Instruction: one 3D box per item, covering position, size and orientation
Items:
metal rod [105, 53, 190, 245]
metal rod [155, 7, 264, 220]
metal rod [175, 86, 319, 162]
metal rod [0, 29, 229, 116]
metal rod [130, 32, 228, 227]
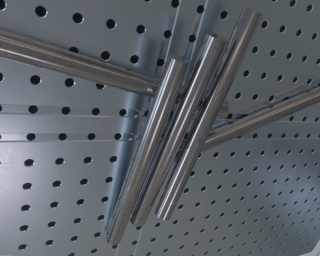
[{"bbox_3d":[-0.025,0.047,0.405,0.025,0.025,0.298,3,123,-30],"label":"metal rod"},{"bbox_3d":[0.055,-0.003,0.404,0.025,0.025,0.298,8,114,-32],"label":"metal rod"},{"bbox_3d":[0.155,-0.014,0.486,0.302,0.025,0.025,-21,127,-16],"label":"metal rod"},{"bbox_3d":[-0.035,-0.054,0.357,0.302,0.025,0.025,12,112,-33],"label":"metal rod"},{"bbox_3d":[0.014,0.022,0.407,0.025,0.025,0.298,3,124,-30],"label":"metal rod"}]
